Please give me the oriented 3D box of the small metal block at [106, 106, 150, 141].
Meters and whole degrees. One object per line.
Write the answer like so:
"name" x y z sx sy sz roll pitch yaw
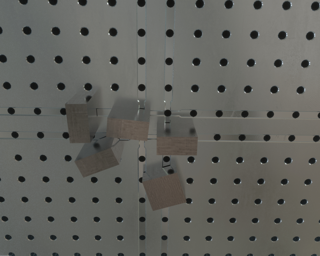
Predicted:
"small metal block" -0.039 -0.007 0.397 0.050 0.050 0.025 6 110 -3

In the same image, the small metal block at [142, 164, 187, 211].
"small metal block" 0.007 0.086 0.445 0.050 0.025 0.050 -16 110 5

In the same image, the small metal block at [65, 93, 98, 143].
"small metal block" -0.098 -0.013 0.394 0.025 0.050 0.050 -1 110 0

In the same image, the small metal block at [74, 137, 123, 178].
"small metal block" -0.079 0.035 0.412 0.050 0.050 0.025 -21 109 7

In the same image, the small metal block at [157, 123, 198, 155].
"small metal block" 0.021 0.014 0.406 0.050 0.050 0.025 1 110 -1
